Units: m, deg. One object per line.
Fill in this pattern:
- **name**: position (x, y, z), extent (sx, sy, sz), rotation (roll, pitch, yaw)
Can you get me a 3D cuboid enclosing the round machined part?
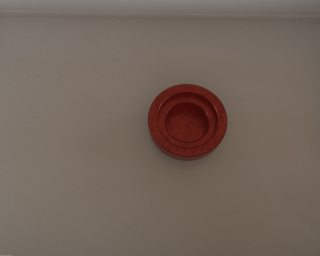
- **round machined part**: position (0.034, -0.005, 0.403), extent (0.099, 0.042, 0.098), rotation (0, 70, -1)
